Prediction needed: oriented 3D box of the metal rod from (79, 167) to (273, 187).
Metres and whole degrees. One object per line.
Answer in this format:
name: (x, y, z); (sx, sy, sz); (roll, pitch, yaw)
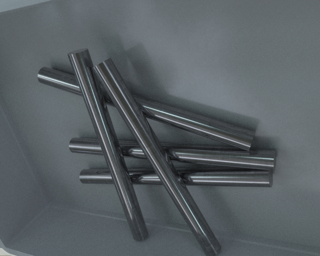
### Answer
metal rod: (0.003, 0.070, 0.447); (0.300, 0.025, 0.025); (-5, 116, 30)

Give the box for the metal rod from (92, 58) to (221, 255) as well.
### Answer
metal rod: (0.003, 0.049, 0.401); (0.025, 0.025, 0.299); (-19, 109, 35)

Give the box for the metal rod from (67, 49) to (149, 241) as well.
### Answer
metal rod: (-0.064, 0.040, 0.430); (0.025, 0.025, 0.298); (0, 119, 28)

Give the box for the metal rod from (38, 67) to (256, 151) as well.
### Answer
metal rod: (-0.030, -0.030, 0.402); (0.301, 0.025, 0.025); (18, 126, 17)

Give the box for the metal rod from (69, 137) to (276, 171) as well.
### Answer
metal rod: (-0.001, 0.032, 0.425); (0.301, 0.025, 0.025); (2, 119, 26)
